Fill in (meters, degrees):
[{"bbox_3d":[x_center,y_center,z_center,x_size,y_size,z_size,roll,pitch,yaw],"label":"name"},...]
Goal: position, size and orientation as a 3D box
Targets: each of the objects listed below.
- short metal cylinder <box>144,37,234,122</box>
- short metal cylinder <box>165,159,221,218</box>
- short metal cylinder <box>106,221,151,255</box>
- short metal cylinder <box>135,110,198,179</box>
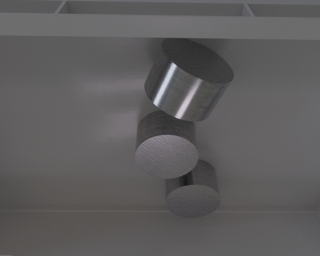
[{"bbox_3d":[0.030,-0.052,0.329,0.081,0.080,0.050,17,128,-14],"label":"short metal cylinder"},{"bbox_3d":[0.048,0.092,0.472,0.081,0.050,0.079,0,130,0],"label":"short metal cylinder"},{"bbox_3d":[-0.057,0.220,0.582,0.081,0.050,0.079,0,130,0],"label":"short metal cylinder"},{"bbox_3d":[0.008,0.022,0.411,0.081,0.050,0.079,0,130,0],"label":"short metal cylinder"}]
